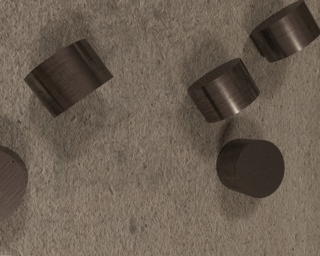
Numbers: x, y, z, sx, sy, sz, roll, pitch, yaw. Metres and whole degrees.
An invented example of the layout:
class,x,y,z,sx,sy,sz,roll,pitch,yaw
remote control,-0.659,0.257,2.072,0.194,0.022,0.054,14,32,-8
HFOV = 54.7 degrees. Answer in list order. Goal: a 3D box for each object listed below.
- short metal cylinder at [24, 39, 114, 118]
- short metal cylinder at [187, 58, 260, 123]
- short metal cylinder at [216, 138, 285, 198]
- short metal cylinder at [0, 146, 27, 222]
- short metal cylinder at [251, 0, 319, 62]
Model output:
class,x,y,z,sx,sy,sz,roll,pitch,yaw
short metal cylinder,-0.099,-0.054,0.343,0.080,0.080,0.050,-39,103,-16
short metal cylinder,0.084,-0.050,0.412,0.080,0.080,0.050,-37,103,-16
short metal cylinder,0.129,0.056,0.445,0.081,0.050,0.079,0,90,-21
short metal cylinder,-0.185,0.058,0.328,0.081,0.050,0.079,0,90,-21
short metal cylinder,0.181,-0.139,0.448,0.080,0.080,0.050,-40,103,-16
